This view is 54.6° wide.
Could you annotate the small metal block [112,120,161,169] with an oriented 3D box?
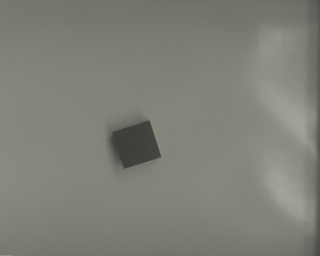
[{"bbox_3d":[-0.030,0.021,0.411,0.050,0.025,0.050,-18,90,0],"label":"small metal block"}]
